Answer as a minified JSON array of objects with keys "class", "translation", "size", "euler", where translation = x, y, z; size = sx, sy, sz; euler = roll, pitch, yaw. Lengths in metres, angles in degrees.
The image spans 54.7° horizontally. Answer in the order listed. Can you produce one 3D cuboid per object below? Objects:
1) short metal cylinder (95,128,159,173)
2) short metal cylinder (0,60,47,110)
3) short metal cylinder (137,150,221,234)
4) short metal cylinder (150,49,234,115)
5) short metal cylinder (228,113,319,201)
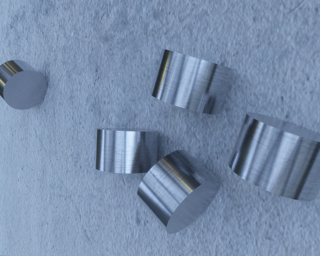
[{"class":"short metal cylinder","translation":[-0.043,0.027,0.402],"size":[0.080,0.081,0.050],"euler":[4,93,39]},{"class":"short metal cylinder","translation":[-0.262,-0.081,0.581],"size":[0.050,0.081,0.079],"euler":[37,112,33]},{"class":"short metal cylinder","translation":[0.022,0.071,0.350],"size":[0.050,0.081,0.079],"euler":[42,115,32]},{"class":"short metal cylinder","translation":[0.034,-0.051,0.339],"size":[0.080,0.081,0.050],"euler":[26,107,36]},{"class":"short metal cylinder","translation":[0.109,0.023,0.279],"size":[0.080,0.081,0.050],"euler":[27,107,36]}]
